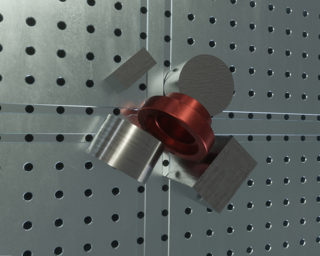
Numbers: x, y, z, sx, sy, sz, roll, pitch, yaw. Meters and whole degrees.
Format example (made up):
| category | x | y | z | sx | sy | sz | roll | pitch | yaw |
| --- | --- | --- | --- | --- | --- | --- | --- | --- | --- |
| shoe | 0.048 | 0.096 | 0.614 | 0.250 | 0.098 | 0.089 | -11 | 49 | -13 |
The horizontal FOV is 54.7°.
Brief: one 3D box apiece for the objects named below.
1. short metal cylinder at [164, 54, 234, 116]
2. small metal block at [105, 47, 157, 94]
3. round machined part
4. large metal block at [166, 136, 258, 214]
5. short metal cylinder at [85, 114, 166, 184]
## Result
| category | x | y | z | sx | sy | sz | roll | pitch | yaw |
| --- | --- | --- | --- | --- | --- | --- | --- | --- | --- |
| short metal cylinder | 0.052 | -0.055 | 0.419 | 0.081 | 0.050 | 0.079 | 0 | 90 | -21 |
| small metal block | -0.037 | -0.071 | 0.386 | 0.050 | 0.050 | 0.025 | -44 | 104 | -15 |
| round machined part | 0.024 | -0.006 | 0.384 | 0.098 | 0.098 | 0.042 | 43 | 64 | -16 |
| large metal block | 0.066 | 0.056 | 0.410 | 0.050 | 0.080 | 0.080 | 45 | 76 | -15 |
| short metal cylinder | -0.040 | 0.026 | 0.369 | 0.080 | 0.080 | 0.050 | 33 | 79 | -18 |
